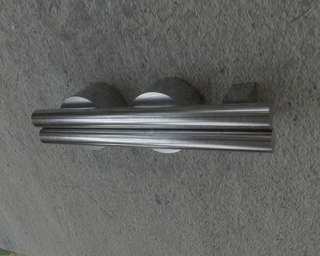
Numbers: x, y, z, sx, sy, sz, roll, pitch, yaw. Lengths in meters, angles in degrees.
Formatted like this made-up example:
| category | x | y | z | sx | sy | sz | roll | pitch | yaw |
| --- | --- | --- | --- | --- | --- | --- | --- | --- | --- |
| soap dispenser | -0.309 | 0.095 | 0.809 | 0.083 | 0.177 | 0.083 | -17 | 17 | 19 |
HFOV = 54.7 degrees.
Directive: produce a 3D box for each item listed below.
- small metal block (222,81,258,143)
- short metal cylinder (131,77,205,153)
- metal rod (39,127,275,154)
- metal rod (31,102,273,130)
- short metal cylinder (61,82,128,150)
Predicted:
| category | x | y | z | sx | sy | sz | roll | pitch | yaw |
| --- | --- | --- | --- | --- | --- | --- | --- | --- | --- |
| small metal block | 0.090 | -0.017 | 0.336 | 0.025 | 0.050 | 0.050 | -2 | 117 | 29 |
| short metal cylinder | 0.010 | -0.016 | 0.378 | 0.080 | 0.050 | 0.079 | 13 | 124 | 21 |
| metal rod | -0.026 | 0.011 | 0.363 | 0.300 | 0.025 | 0.025 | 0 | 119 | 28 |
| metal rod | -0.032 | -0.012 | 0.352 | 0.300 | 0.025 | 0.025 | 0 | 119 | 28 |
| short metal cylinder | -0.089 | -0.017 | 0.427 | 0.080 | 0.050 | 0.079 | 13 | 124 | 21 |
